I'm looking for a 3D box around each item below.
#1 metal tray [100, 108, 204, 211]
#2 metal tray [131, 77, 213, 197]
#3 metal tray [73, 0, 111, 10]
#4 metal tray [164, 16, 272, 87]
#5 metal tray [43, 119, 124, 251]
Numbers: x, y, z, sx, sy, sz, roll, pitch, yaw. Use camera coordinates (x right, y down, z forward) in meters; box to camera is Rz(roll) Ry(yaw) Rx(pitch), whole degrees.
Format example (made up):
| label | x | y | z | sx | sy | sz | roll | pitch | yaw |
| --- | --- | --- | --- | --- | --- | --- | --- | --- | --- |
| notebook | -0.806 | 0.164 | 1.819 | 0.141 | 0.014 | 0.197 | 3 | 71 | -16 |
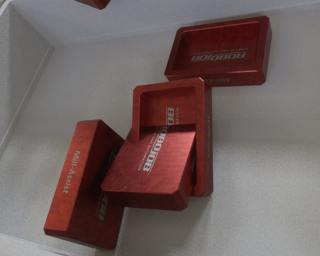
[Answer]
| label | x | y | z | sx | sy | sz | roll | pitch | yaw |
| --- | --- | --- | --- | --- | --- | --- | --- | --- | --- |
| metal tray | 0.000 | 0.030 | 0.357 | 0.090 | 0.030 | 0.130 | -3 | 41 | 26 |
| metal tray | 0.013 | 0.012 | 0.360 | 0.090 | 0.030 | 0.129 | -4 | 79 | 26 |
| metal tray | -0.103 | -0.226 | 0.441 | 0.130 | 0.030 | 0.090 | 32 | 85 | 34 |
| metal tray | 0.079 | -0.101 | 0.422 | 0.130 | 0.030 | 0.090 | 2 | 62 | 28 |
| metal tray | -0.074 | 0.066 | 0.360 | 0.030 | 0.090 | 0.130 | -4 | 60 | 26 |
